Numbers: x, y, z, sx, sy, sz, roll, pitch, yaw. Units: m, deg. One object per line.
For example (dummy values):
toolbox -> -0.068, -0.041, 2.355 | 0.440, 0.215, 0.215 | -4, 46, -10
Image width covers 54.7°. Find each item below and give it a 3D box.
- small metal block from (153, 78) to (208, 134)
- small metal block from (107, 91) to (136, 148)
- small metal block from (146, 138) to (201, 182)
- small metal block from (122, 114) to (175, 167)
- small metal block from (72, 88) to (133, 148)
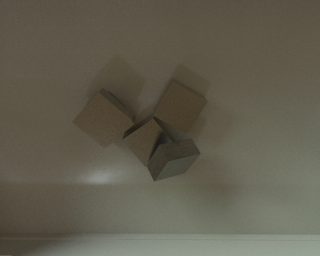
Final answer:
small metal block -> 0.025, -0.029, 0.401 | 0.050, 0.025, 0.050 | 28, 107, -11
small metal block -> -0.068, -0.012, 0.406 | 0.050, 0.025, 0.050 | -40, 106, 13
small metal block -> 0.017, 0.042, 0.404 | 0.050, 0.025, 0.050 | -9, 147, -32
small metal block -> -0.014, 0.016, 0.417 | 0.050, 0.025, 0.050 | -34, 107, 11
small metal block -> -0.069, -0.012, 0.379 | 0.050, 0.025, 0.050 | 41, 104, -14
